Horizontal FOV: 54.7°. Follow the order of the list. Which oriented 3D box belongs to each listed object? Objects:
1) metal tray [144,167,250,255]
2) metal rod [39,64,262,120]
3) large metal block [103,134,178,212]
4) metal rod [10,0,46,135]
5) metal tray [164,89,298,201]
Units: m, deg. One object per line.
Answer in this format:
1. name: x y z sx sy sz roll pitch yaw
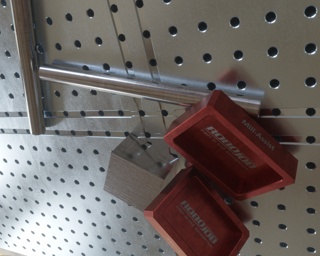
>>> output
1. metal tray: 0.052 0.129 0.417 0.130 0.090 0.030 50 152 -8
2. metal rod: -0.028 -0.051 0.393 0.301 0.025 0.025 12 124 21
3. large metal block: -0.029 0.068 0.451 0.080 0.050 0.079 26 128 11
4. metal rod: -0.188 -0.117 0.435 0.025 0.025 0.298 19 126 16
5. metal tray: 0.080 0.026 0.360 0.130 0.030 0.090 40 139 -10
